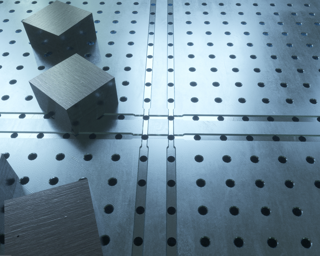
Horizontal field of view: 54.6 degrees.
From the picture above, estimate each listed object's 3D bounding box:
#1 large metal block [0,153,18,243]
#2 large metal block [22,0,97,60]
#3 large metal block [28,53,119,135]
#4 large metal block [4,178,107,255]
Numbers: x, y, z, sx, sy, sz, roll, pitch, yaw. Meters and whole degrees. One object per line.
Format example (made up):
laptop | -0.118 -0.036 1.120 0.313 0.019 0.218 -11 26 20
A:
large metal block | -0.208 0.076 0.327 0.080 0.050 0.080 -3 50 -3
large metal block | -0.170 -0.168 0.532 0.080 0.050 0.080 25 54 19
large metal block | -0.118 -0.049 0.433 0.080 0.050 0.080 34 58 25
large metal block | -0.100 0.106 0.302 0.081 0.050 0.080 -14 52 -12
